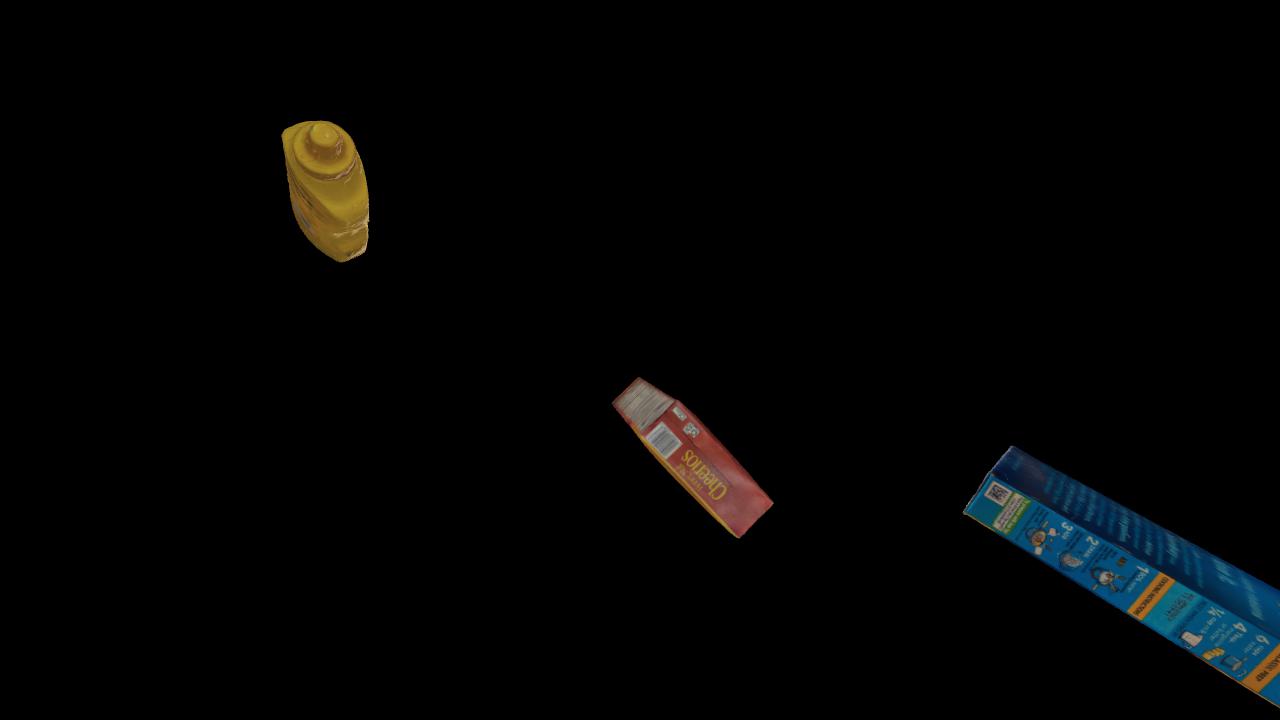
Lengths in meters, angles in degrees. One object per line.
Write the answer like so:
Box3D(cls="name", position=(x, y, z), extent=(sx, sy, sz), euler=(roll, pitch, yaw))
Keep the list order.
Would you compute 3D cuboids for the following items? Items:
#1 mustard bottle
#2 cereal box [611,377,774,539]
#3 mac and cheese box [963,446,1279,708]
Box3D(cls="mustard bottle", position=(-0.263, -0.148, 0.516), extent=(0.054, 0.092, 0.184), euler=(-27, 4, -26))
Box3D(cls="cereal box", position=(0.064, 0.134, 0.951), extent=(0.081, 0.203, 0.306), euler=(-44, 10, -5))
Box3D(cls="mac and cheese box", position=(0.312, 0.127, 0.390), extent=(0.184, 0.041, 0.093), euler=(35, 25, 31))
